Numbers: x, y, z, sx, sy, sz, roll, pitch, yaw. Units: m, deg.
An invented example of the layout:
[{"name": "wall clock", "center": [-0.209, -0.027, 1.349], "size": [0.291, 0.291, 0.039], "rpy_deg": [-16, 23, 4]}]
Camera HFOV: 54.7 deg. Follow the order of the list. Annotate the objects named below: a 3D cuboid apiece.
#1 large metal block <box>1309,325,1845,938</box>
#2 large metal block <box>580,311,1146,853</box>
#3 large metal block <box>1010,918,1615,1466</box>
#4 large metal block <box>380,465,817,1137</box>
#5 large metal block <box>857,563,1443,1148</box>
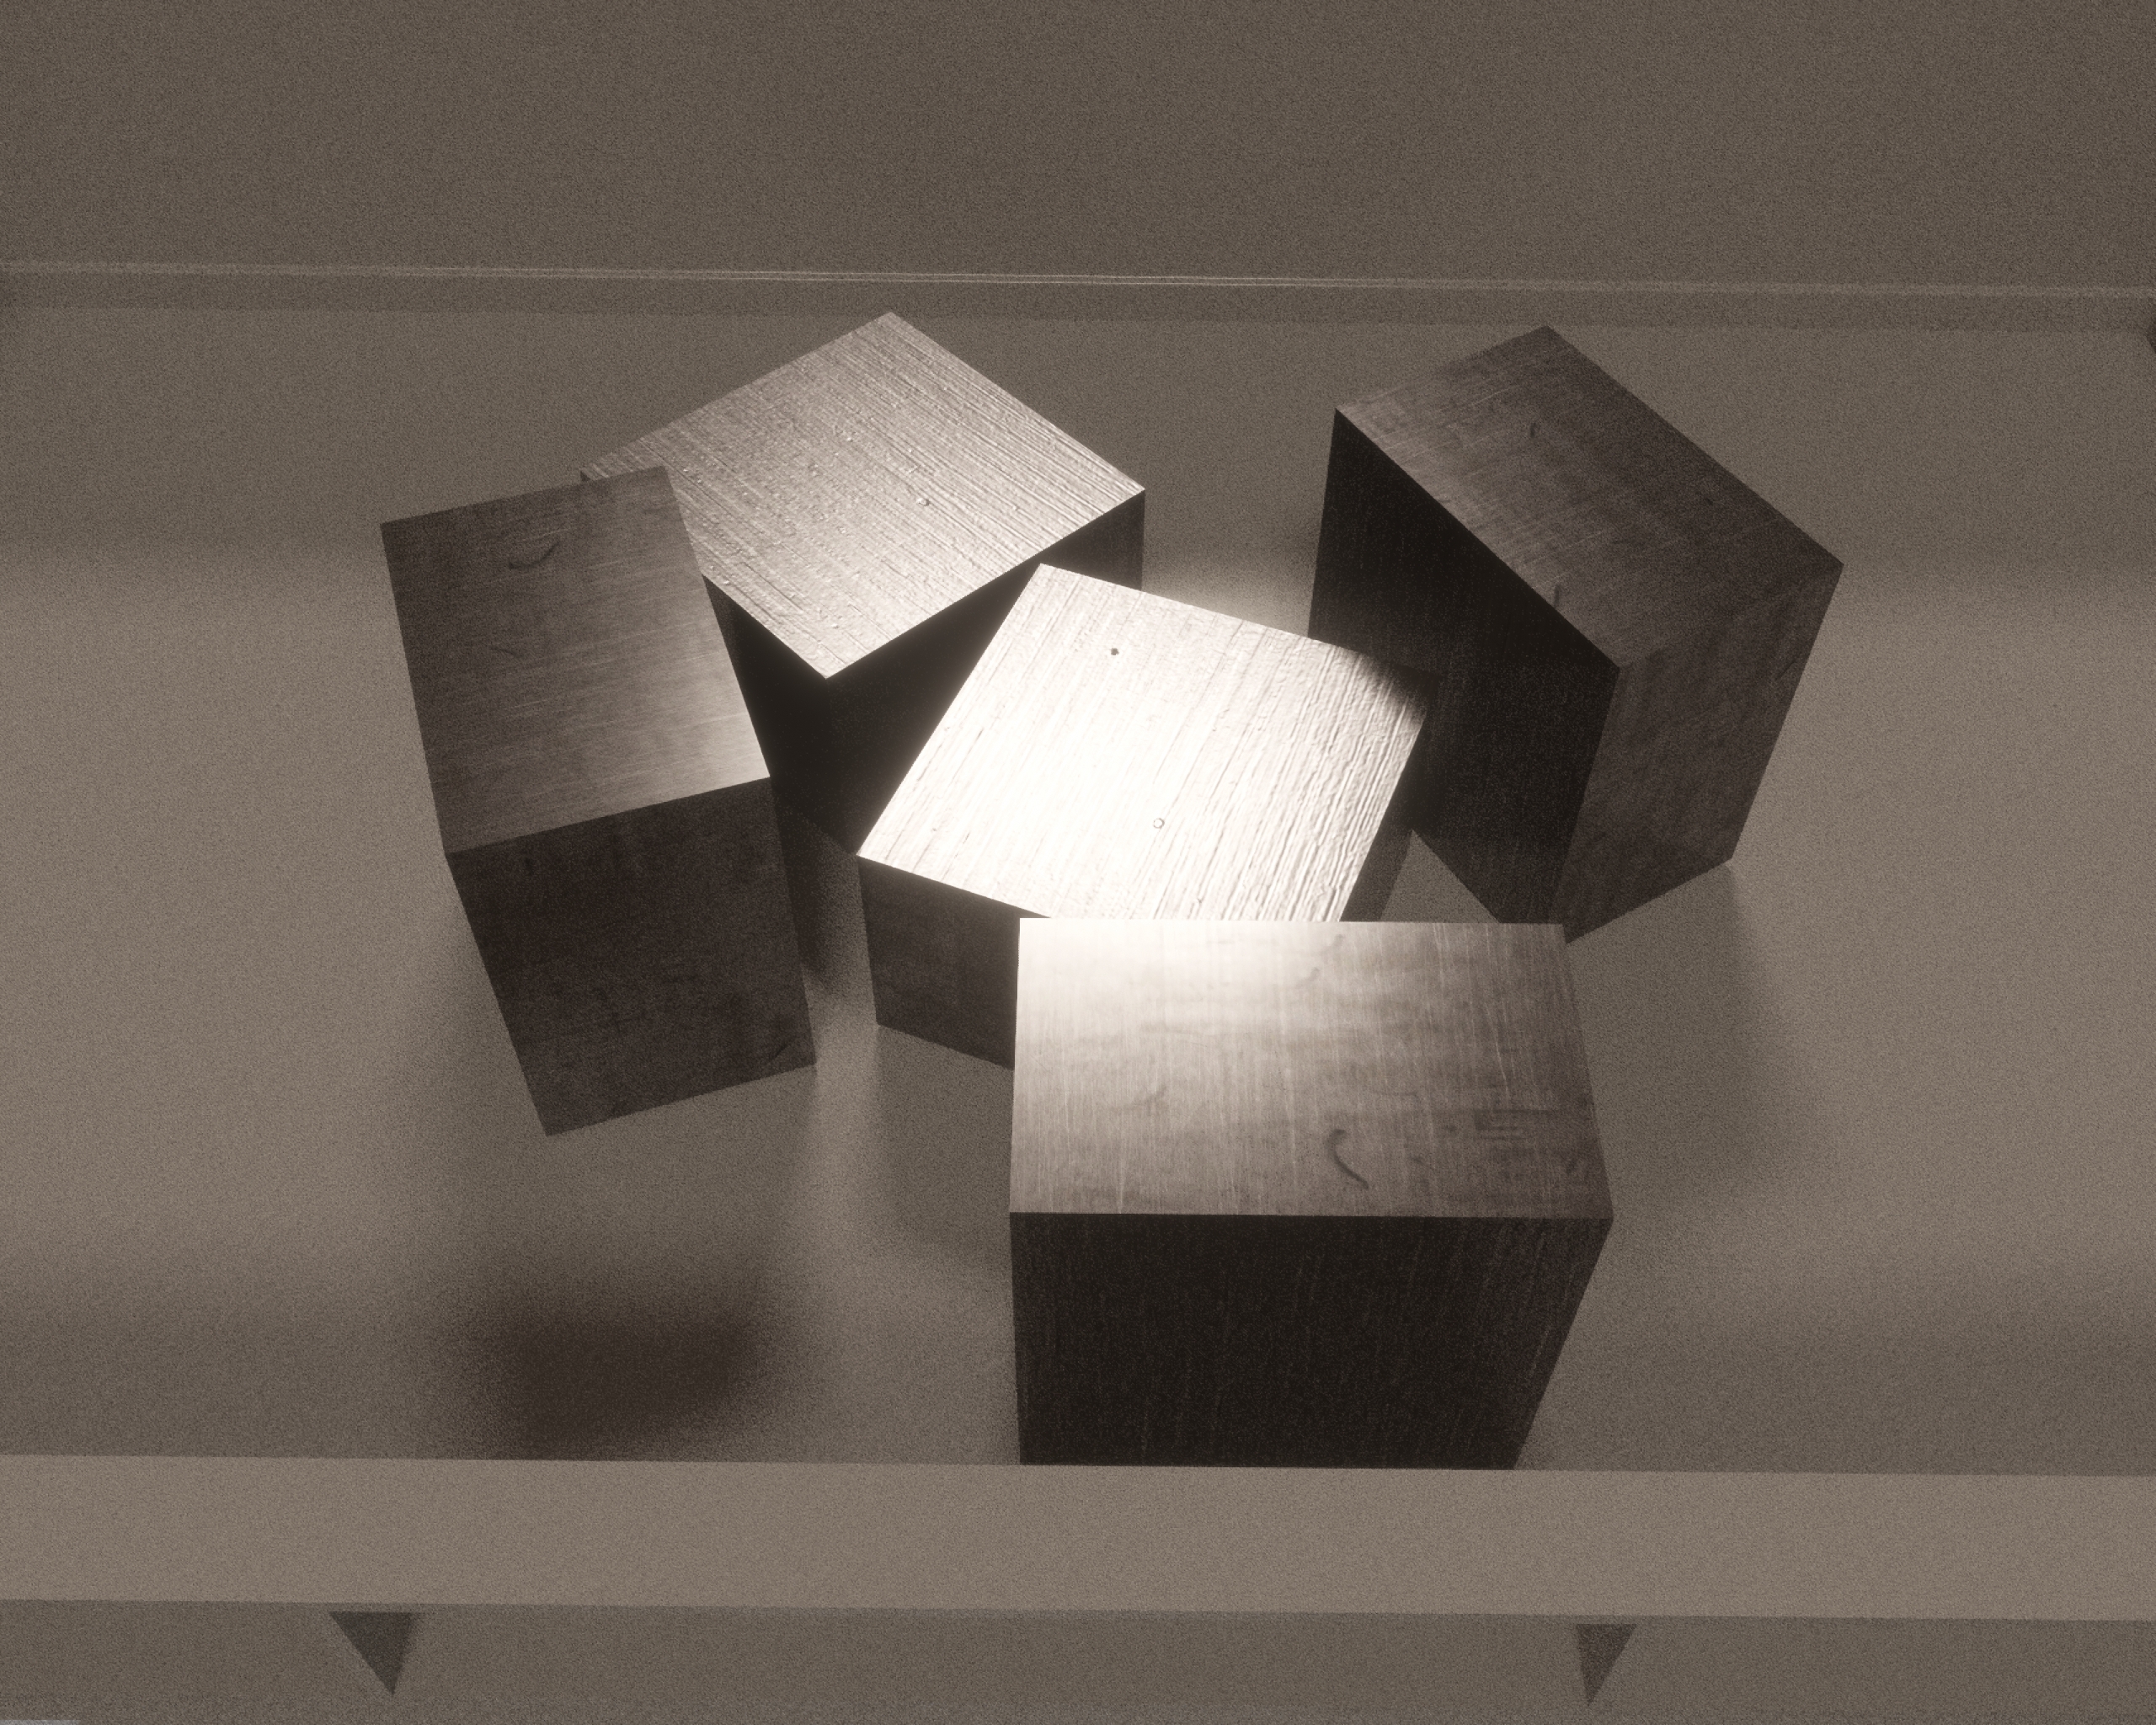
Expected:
[{"name": "large metal block", "center": [0.090, -0.043, 0.404], "size": [0.050, 0.080, 0.080], "rpy_deg": [-25, 55, -20]}, {"name": "large metal block", "center": [-0.043, -0.061, 0.437], "size": [0.080, 0.050, 0.080], "rpy_deg": [-35, 59, -26]}, {"name": "large metal block", "center": [0.031, 0.053, 0.324], "size": [0.081, 0.080, 0.050], "rpy_deg": [1, 50, 0]}, {"name": "large metal block", "center": [-0.085, -0.011, 0.376], "size": [0.050, 0.080, 0.080], "rpy_deg": [-15, 52, -12]}, {"name": "large metal block", "center": [0.015, -0.002, 0.389], "size": [0.080, 0.050, 0.080], "rpy_deg": [18, 52, 14]}]
